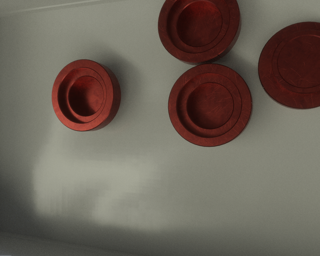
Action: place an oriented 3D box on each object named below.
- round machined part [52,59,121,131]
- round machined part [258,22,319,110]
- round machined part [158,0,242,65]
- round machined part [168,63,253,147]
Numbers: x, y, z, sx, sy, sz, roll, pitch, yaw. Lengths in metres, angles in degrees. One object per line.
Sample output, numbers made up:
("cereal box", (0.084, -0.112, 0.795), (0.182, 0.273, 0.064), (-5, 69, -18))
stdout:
("round machined part", (-0.099, -0.044, 0.436), (0.098, 0.042, 0.097), (0, 90, 20))
("round machined part", (0.160, -0.070, 0.345), (0.098, 0.042, 0.097), (0, 90, 20))
("round machined part", (0.051, -0.126, 0.383), (0.098, 0.042, 0.097), (0, 90, 20))
("round machined part", (0.063, -0.027, 0.379), (0.098, 0.042, 0.097), (0, 90, 20))
